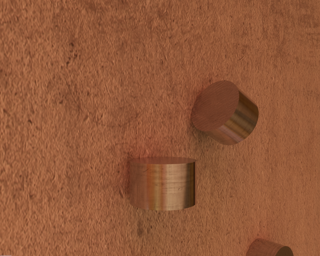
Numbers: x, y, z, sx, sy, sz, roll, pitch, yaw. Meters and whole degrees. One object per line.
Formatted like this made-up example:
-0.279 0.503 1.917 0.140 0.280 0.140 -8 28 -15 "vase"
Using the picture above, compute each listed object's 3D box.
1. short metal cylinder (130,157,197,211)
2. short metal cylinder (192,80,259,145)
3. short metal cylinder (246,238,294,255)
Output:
0.004 0.063 0.372 0.081 0.080 0.050 0 91 -40 "short metal cylinder"
0.093 -0.021 0.446 0.050 0.080 0.080 31 71 -36 "short metal cylinder"
0.196 0.245 0.553 0.081 0.050 0.080 0 90 -40 "short metal cylinder"
